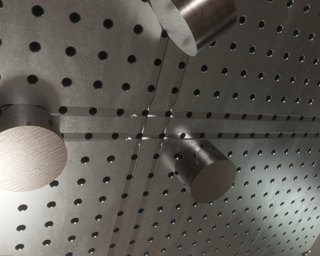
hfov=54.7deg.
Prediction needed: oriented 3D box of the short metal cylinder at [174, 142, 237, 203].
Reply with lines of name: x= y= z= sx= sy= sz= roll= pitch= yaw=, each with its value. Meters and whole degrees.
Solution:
short metal cylinder: x=0.070 y=0.069 z=0.478 sx=0.081 sy=0.050 sz=0.079 roll=-14 pitch=125 yaw=-21

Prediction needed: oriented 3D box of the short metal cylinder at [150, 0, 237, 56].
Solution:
short metal cylinder: x=0.033 y=-0.122 z=0.319 sx=0.050 sy=0.080 sz=0.080 roll=-37 pitch=130 yaw=-3

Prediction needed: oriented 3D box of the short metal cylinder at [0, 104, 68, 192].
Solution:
short metal cylinder: x=-0.145 y=0.021 z=0.329 sx=0.081 sy=0.050 sz=0.079 roll=-14 pitch=125 yaw=-21
